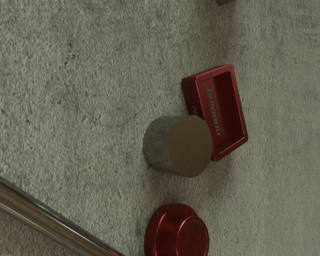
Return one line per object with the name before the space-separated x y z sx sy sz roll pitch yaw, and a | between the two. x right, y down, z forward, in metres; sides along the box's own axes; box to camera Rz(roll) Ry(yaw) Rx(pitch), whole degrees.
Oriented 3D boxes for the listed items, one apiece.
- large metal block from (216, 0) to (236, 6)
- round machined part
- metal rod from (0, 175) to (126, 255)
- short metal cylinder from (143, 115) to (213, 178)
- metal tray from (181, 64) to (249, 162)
large metal block | 0.109 -0.254 0.482 0.080 0.050 0.080 49 61 -29
round machined part | 0.029 0.150 0.409 0.099 0.042 0.098 13 72 -45
metal rod | -0.072 0.137 0.346 0.300 0.025 0.025 46 62 -30
short metal cylinder | 0.024 0.023 0.411 0.081 0.050 0.079 0 90 -40
metal tray | 0.087 -0.025 0.477 0.091 0.030 0.129 -26 106 -37
